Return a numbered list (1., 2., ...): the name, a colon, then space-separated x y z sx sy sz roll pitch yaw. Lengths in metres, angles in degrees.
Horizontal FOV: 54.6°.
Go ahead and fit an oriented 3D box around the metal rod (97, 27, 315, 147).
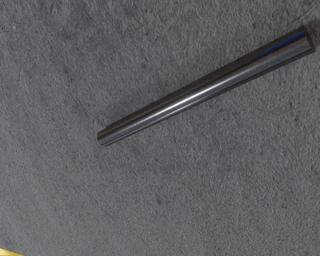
1. metal rod: 0.027 -0.033 0.372 0.299 0.025 0.025 -24 106 36
